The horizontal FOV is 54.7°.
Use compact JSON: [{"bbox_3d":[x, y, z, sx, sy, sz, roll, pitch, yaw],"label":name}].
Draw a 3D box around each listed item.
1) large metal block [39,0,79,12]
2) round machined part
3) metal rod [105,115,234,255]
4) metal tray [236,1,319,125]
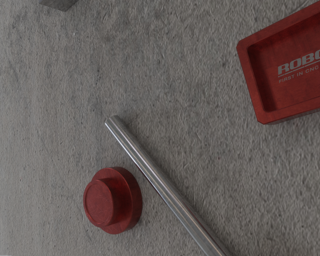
[{"bbox_3d":[-0.167,-0.259,0.527,0.080,0.050,0.080,-18,79,38],"label":"large metal block"},{"bbox_3d":[-0.076,0.108,0.457,0.098,0.042,0.097,0,90,40],"label":"round machined part"},{"bbox_3d":[0.017,0.088,0.391,0.300,0.025,0.025,48,119,29],"label":"metal rod"},{"bbox_3d":[0.144,-0.063,0.282,0.130,0.030,0.090,-21,77,38],"label":"metal tray"}]
